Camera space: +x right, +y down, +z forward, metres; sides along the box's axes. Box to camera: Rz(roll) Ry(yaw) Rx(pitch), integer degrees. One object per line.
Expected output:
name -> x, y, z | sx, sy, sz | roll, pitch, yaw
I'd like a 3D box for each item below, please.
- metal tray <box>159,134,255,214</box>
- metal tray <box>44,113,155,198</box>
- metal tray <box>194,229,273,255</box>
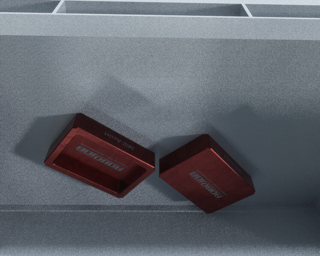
metal tray -> 0.072, 0.075, 0.471 | 0.090, 0.030, 0.130 | -33, 123, 24
metal tray -> -0.083, 0.044, 0.442 | 0.131, 0.030, 0.090 | 31, 123, -24
metal tray -> 0.148, 0.252, 0.626 | 0.131, 0.030, 0.089 | 18, 128, -16
